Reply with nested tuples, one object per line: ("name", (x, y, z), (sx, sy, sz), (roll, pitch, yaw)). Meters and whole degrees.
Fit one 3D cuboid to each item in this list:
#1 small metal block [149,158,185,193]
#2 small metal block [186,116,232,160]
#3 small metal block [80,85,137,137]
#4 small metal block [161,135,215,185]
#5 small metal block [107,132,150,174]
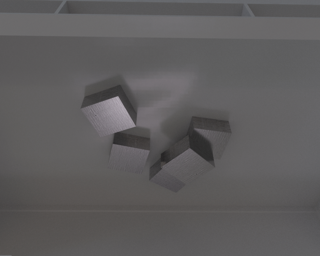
("small metal block", (0.019, 0.066, 0.465), (0.050, 0.025, 0.050), (28, 125, -22))
("small metal block", (0.064, 0.014, 0.422), (0.050, 0.025, 0.050), (7, 130, -7))
("small metal block", (-0.063, -0.021, 0.391), (0.050, 0.025, 0.050), (-17, 128, 13))
("small metal block", (0.037, 0.044, 0.414), (0.050, 0.025, 0.050), (-37, 121, 27))
("small metal block", (-0.045, 0.036, 0.439), (0.050, 0.025, 0.050), (11, 129, -10))
